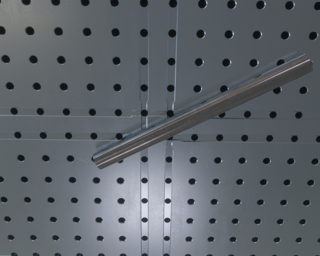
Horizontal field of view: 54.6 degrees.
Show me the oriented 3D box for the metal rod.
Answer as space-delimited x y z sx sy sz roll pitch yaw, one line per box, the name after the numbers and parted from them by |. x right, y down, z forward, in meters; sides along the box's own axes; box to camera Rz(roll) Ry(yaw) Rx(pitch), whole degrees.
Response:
0.048 -0.017 0.407 0.301 0.025 0.025 -25 108 9 | metal rod
